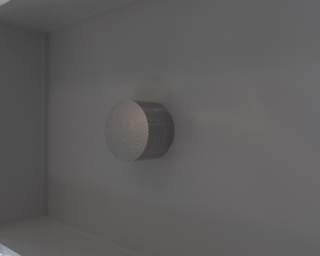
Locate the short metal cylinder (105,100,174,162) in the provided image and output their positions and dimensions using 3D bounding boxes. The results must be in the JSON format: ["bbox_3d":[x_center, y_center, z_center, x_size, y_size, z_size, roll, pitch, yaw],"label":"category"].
[{"bbox_3d":[-0.028,0.004,0.415,0.080,0.050,0.080,0,90,40],"label":"short metal cylinder"}]
